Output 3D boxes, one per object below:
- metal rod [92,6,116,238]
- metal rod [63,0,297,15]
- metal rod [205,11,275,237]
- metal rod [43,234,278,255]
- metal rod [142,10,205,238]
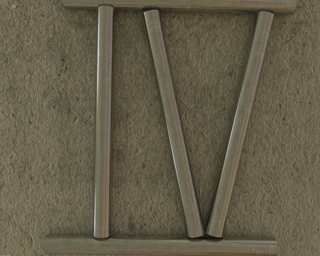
[{"bbox_3d":[-0.074,-0.008,0.409,0.025,0.025,0.298,1,90,-1],"label":"metal rod"},{"bbox_3d":[0.026,-0.167,0.411,0.302,0.025,0.025,1,90,-1],"label":"metal rod"},{"bbox_3d":[0.106,-0.005,0.412,0.025,0.025,0.298,13,90,-1],"label":"metal rod"},{"bbox_3d":[0.001,0.155,0.410,0.302,0.025,0.025,1,90,-1],"label":"metal rod"},{"bbox_3d":[0.018,-0.006,0.410,0.025,0.025,0.298,-11,90,0],"label":"metal rod"}]
